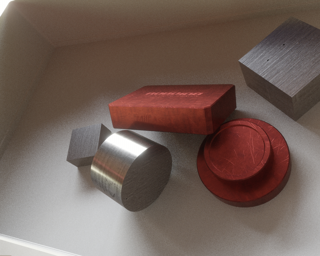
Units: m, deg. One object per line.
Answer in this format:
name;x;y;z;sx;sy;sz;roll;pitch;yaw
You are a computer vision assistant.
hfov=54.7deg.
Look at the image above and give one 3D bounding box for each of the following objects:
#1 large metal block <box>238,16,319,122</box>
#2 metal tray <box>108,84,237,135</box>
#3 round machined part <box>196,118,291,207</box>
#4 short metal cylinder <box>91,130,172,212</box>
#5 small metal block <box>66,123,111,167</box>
large metal block;0.152;-0.068;0.352;0.080;0.050;0.080;-41;51;0
metal tray;0.016;-0.026;0.375;0.130;0.030;0.091;4;24;30
round machined part;0.086;0.031;0.330;0.098;0.042;0.098;-13;56;20
short metal cylinder;-0.031;0.048;0.356;0.050;0.080;0.080;23;74;36
small metal block;-0.101;0.025;0.441;0.050;0.025;0.050;-11;57;21
